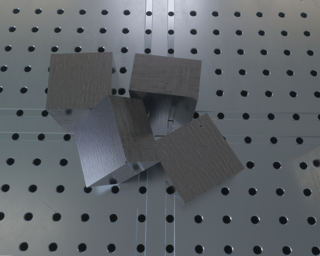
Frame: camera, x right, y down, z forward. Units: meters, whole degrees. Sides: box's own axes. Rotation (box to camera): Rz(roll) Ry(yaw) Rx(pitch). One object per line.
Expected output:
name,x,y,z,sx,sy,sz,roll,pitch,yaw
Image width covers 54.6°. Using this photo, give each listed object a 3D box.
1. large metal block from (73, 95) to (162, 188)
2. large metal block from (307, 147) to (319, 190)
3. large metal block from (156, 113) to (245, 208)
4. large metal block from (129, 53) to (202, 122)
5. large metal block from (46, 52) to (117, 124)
large metal block,-0.054,0.018,0.369,0.050,0.080,0.080,3,62,-46
large metal block,0.243,0.056,0.379,0.080,0.050,0.080,-10,70,-4
large metal block,0.043,0.041,0.384,0.080,0.050,0.080,-29,73,-10
large metal block,0.007,-0.049,0.400,0.080,0.080,0.050,7,70,2
large metal block,-0.101,-0.053,0.417,0.080,0.050,0.080,-2,70,-1
